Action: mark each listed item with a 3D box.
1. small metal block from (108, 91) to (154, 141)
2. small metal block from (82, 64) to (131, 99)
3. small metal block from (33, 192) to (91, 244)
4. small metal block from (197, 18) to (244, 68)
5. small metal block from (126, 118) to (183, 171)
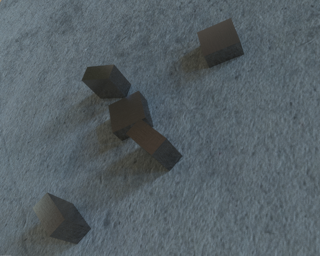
[{"bbox_3d":[-0.042,-0.017,0.435,0.050,0.025,0.050,-25,53,12],"label":"small metal block"},{"bbox_3d":[-0.081,-0.069,0.471,0.050,0.050,0.025,1,63,28],"label":"small metal block"},{"bbox_3d":[-0.120,0.111,0.381,0.025,0.050,0.050,-48,52,-6],"label":"small metal block"},{"bbox_3d":[0.084,-0.119,0.432,0.050,0.025,0.050,-20,54,16],"label":"small metal block"},{"bbox_3d":[-0.006,0.021,0.377,0.025,0.050,0.050,-49,52,-6],"label":"small metal block"}]
